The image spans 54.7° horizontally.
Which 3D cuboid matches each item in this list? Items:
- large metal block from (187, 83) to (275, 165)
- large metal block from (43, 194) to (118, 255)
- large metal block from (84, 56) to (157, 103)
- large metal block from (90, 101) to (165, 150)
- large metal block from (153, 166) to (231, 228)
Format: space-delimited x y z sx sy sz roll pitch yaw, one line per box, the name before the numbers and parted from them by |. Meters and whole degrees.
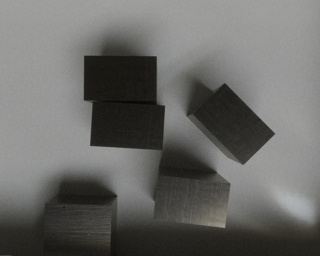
large metal block | 0.083 -0.005 0.384 0.050 0.080 0.080 -45 90 0
large metal block | -0.100 0.132 0.398 0.081 0.050 0.080 2 90 0
large metal block | -0.044 -0.055 0.383 0.081 0.080 0.050 0 90 0
large metal block | -0.036 -0.003 0.383 0.080 0.080 0.050 3 90 0
large metal block | 0.036 0.081 0.384 0.080 0.080 0.050 7 90 0
